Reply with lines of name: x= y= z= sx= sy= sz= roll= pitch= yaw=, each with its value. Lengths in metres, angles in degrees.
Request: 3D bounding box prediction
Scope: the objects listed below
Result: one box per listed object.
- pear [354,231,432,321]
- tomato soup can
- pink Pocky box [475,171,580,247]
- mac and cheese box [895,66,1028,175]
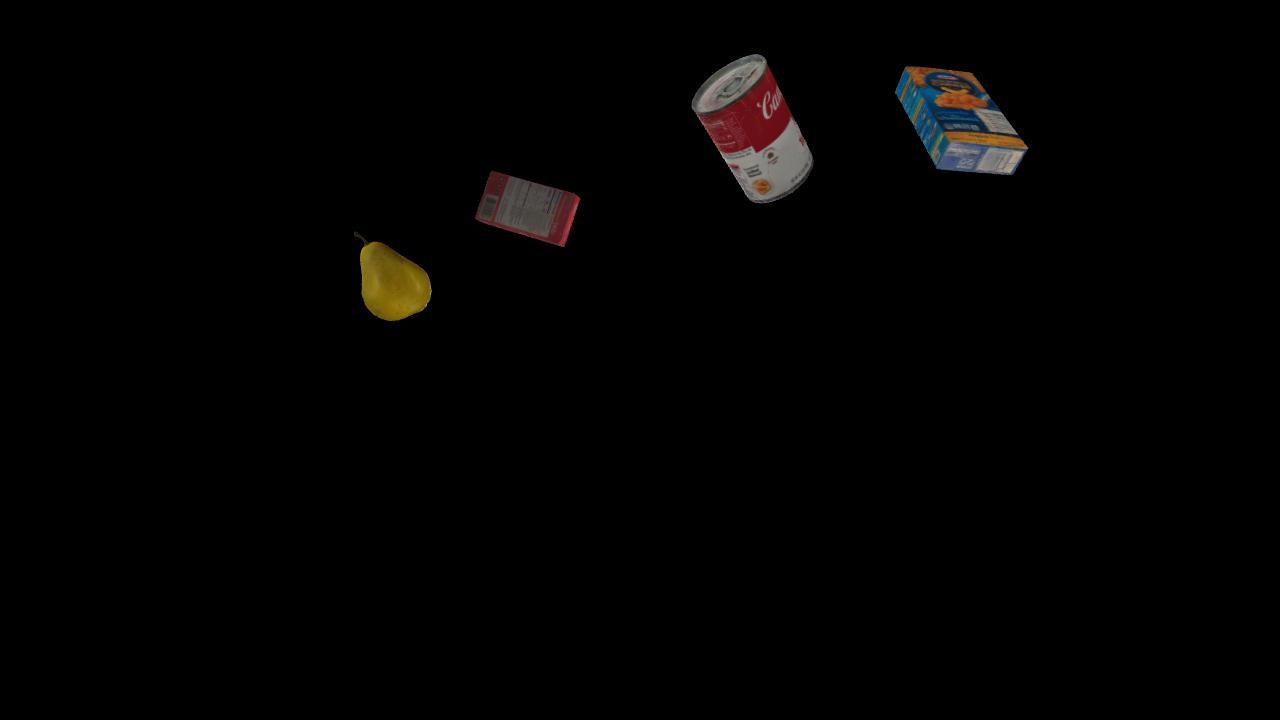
pear: x=-0.299 y=-0.105 z=0.732 sx=0.080 sy=0.111 sz=0.080 roll=-14 pitch=22 yaw=6
tomato soup can: x=0.097 y=-0.191 z=0.520 sx=0.068 sy=0.068 sz=0.101 roll=0 pitch=-36 yaw=42
pink Pocky box: x=-0.179 y=-0.242 z=0.983 sx=0.155 sy=0.084 sz=0.029 roll=18 pitch=0 yaw=14
mac and cheese box: x=0.379 y=-0.291 z=0.738 sx=0.093 sy=0.184 sz=0.041 roll=3 pitch=-41 yaw=-3
